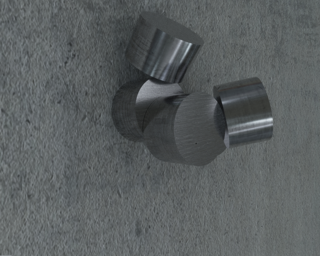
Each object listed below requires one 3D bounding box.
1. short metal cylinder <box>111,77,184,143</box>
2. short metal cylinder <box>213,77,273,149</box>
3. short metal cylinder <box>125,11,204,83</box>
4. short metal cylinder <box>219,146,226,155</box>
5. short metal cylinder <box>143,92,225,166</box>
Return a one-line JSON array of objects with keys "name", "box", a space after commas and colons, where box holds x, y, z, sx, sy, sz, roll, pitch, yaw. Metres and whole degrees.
[{"name": "short metal cylinder", "box": [-0.012, -0.021, 0.381, 0.081, 0.050, 0.079, 0, 90, -40]}, {"name": "short metal cylinder", "box": [0.100, -0.019, 0.382, 0.050, 0.080, 0.079, -12, 101, 4]}, {"name": "short metal cylinder", "box": [0.005, -0.096, 0.368, 0.081, 0.080, 0.050, 0, 129, -40]}, {"name": "short metal cylinder", "box": [0.057, -0.001, 0.440, 0.081, 0.050, 0.079, 0, 90, -40]}, {"name": "short metal cylinder", "box": [0.028, 0.001, 0.350, 0.081, 0.050, 0.079, 0, 90, -40]}]
